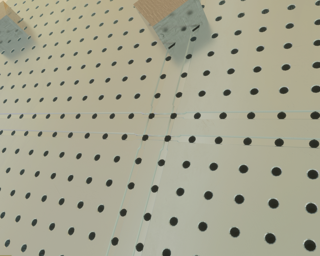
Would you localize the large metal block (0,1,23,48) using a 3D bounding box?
[{"bbox_3d":[-0.387,-0.249,0.751,0.080,0.050,0.080,-36,51,4],"label":"large metal block"}]

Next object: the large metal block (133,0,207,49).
[{"bbox_3d":[0.015,-0.188,0.500,0.080,0.050,0.080,-35,51,5],"label":"large metal block"}]
